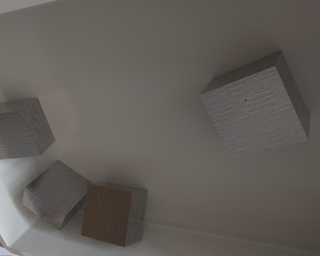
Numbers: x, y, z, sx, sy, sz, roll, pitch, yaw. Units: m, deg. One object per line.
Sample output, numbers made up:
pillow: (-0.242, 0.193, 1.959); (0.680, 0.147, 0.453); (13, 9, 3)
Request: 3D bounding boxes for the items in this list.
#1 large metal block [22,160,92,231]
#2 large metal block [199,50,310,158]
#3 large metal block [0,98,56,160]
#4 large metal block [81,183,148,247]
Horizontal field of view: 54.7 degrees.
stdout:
large metal block: (-0.175, 0.115, 0.536); (0.080, 0.080, 0.050); (33, 129, 7)
large metal block: (0.101, -0.023, 0.325); (0.080, 0.050, 0.080); (-19, 108, 35)
large metal block: (-0.232, 0.002, 0.504); (0.080, 0.050, 0.080); (-6, 116, 15)
large metal block: (-0.071, 0.132, 0.488); (0.080, 0.050, 0.080); (4, 84, 26)
